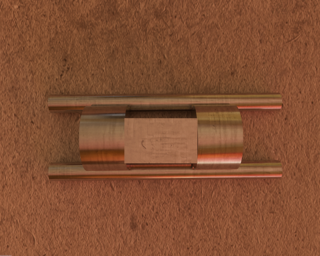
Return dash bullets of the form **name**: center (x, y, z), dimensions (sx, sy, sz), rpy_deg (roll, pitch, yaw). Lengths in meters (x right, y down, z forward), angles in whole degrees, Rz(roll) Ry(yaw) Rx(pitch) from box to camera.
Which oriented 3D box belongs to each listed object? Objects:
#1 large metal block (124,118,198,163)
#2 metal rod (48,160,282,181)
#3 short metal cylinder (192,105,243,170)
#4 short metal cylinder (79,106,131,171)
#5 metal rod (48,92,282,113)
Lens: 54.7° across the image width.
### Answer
- **large metal block**: center (0.001, 0.014, 0.381), dimensions (0.081, 0.080, 0.050), rpy_deg (0, 90, 0)
- **metal rod**: center (0.007, 0.056, 0.411), dimensions (0.302, 0.025, 0.025), rpy_deg (-1, 90, 0)
- **short metal cylinder**: center (0.067, 0.012, 0.384), dimensions (0.050, 0.080, 0.079), rpy_deg (-1, 90, 0)
- **short metal cylinder**: center (-0.064, 0.012, 0.383), dimensions (0.050, 0.080, 0.079), rpy_deg (-1, 90, 0)
- **metal rod**: center (0.007, -0.033, 0.411), dimensions (0.302, 0.025, 0.025), rpy_deg (-1, 90, 0)
